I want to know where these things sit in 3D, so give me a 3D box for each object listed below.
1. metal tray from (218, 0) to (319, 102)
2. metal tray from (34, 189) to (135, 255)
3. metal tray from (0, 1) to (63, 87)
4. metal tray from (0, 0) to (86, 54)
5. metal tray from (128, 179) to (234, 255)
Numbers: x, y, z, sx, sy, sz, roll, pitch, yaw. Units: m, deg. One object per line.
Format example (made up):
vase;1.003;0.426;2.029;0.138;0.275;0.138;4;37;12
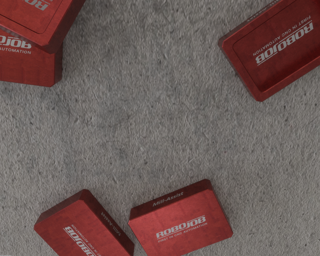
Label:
metal tray;0.148;-0.104;0.370;0.130;0.030;0.090;-34;107;11
metal tray;-0.111;0.165;0.467;0.090;0.030;0.130;-31;107;10
metal tray;-0.185;-0.103;0.367;0.131;0.030;0.089;7;110;-3
metal tray;-0.152;-0.148;0.324;0.131;0.030;0.090;27;85;-2
metal tray;0.031;0.140;0.459;0.130;0.030;0.090;-24;109;8
